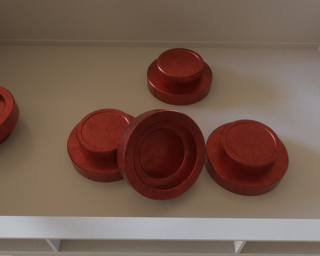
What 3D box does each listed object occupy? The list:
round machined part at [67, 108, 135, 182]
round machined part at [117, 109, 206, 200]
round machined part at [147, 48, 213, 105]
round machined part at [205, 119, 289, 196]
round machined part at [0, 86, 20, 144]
[{"bbox_3d":[-0.064,0.014,0.381,0.099,0.042,0.098,0,50,0],"label":"round machined part"},{"bbox_3d":[-0.001,0.028,0.348,0.099,0.098,0.042,-27,16,-21],"label":"round machined part"},{"bbox_3d":[0.030,-0.083,0.464,0.099,0.042,0.098,0,50,0],"label":"round machined part"},{"bbox_3d":[0.105,0.028,0.372,0.099,0.042,0.098,0,50,0],"label":"round machined part"},{"bbox_3d":[-0.232,-0.009,0.398,0.099,0.042,0.098,0,50,0],"label":"round machined part"}]
